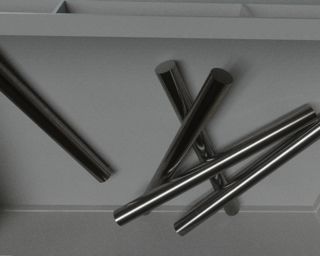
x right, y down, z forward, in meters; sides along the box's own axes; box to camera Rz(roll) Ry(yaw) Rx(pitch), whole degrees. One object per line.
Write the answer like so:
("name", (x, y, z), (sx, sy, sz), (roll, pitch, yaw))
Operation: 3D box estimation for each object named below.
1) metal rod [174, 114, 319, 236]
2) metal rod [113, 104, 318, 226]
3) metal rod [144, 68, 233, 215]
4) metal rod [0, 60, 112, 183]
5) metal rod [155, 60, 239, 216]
("metal rod", (0.134, 0.068, 0.444), (0.025, 0.025, 0.299), (36, 114, -27))
("metal rod", (0.067, 0.055, 0.422), (0.300, 0.025, 0.025), (-31, 125, 10))
("metal rod", (0.018, 0.042, 0.420), (0.025, 0.025, 0.298), (13, 136, -12))
("metal rod", (-0.158, -0.026, 0.384), (0.025, 0.025, 0.300), (-24, 127, 18))
("metal rod", (0.064, 0.035, 0.439), (0.025, 0.025, 0.299), (-18, 128, 14))
